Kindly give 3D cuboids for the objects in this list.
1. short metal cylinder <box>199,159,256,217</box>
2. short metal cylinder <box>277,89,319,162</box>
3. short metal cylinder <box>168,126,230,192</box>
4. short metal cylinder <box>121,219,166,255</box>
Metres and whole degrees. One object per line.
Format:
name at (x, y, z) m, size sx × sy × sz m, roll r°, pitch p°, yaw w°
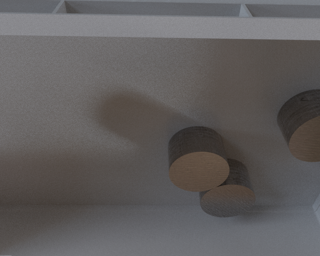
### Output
short metal cylinder at (0.099, 0.092, 0.473) m, size 0.081 × 0.050 × 0.079 m, roll -1°, pitch 130°, yaw 0°
short metal cylinder at (0.198, -0.002, 0.394) m, size 0.081 × 0.050 × 0.079 m, roll 0°, pitch 130°, yaw 0°
short metal cylinder at (0.052, 0.044, 0.431) m, size 0.081 × 0.050 × 0.079 m, roll 0°, pitch 130°, yaw 0°
short metal cylinder at (-0.030, 0.214, 0.578) m, size 0.081 × 0.050 × 0.079 m, roll 0°, pitch 130°, yaw 0°
